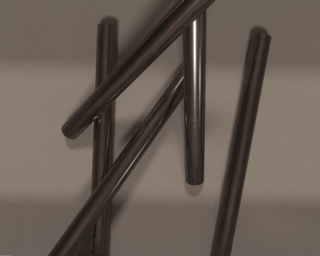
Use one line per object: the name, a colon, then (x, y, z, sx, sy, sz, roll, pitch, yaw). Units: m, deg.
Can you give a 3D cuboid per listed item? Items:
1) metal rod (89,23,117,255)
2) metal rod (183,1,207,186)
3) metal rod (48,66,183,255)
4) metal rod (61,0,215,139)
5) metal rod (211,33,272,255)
metal rod: (-0.075, 0.014, 0.410, 0.025, 0.025, 0.298, 2, 90, -1)
metal rod: (0.039, -0.064, 0.349, 0.025, 0.025, 0.298, -3, 116, 0)
metal rod: (-0.045, 0.047, 0.391, 0.025, 0.025, 0.300, 35, 82, -1)
metal rod: (-0.021, -0.076, 0.335, 0.299, 0.025, 0.025, -39, 91, 31)
metal rod: (0.108, 0.025, 0.412, 0.025, 0.025, 0.298, 11, 90, -1)
